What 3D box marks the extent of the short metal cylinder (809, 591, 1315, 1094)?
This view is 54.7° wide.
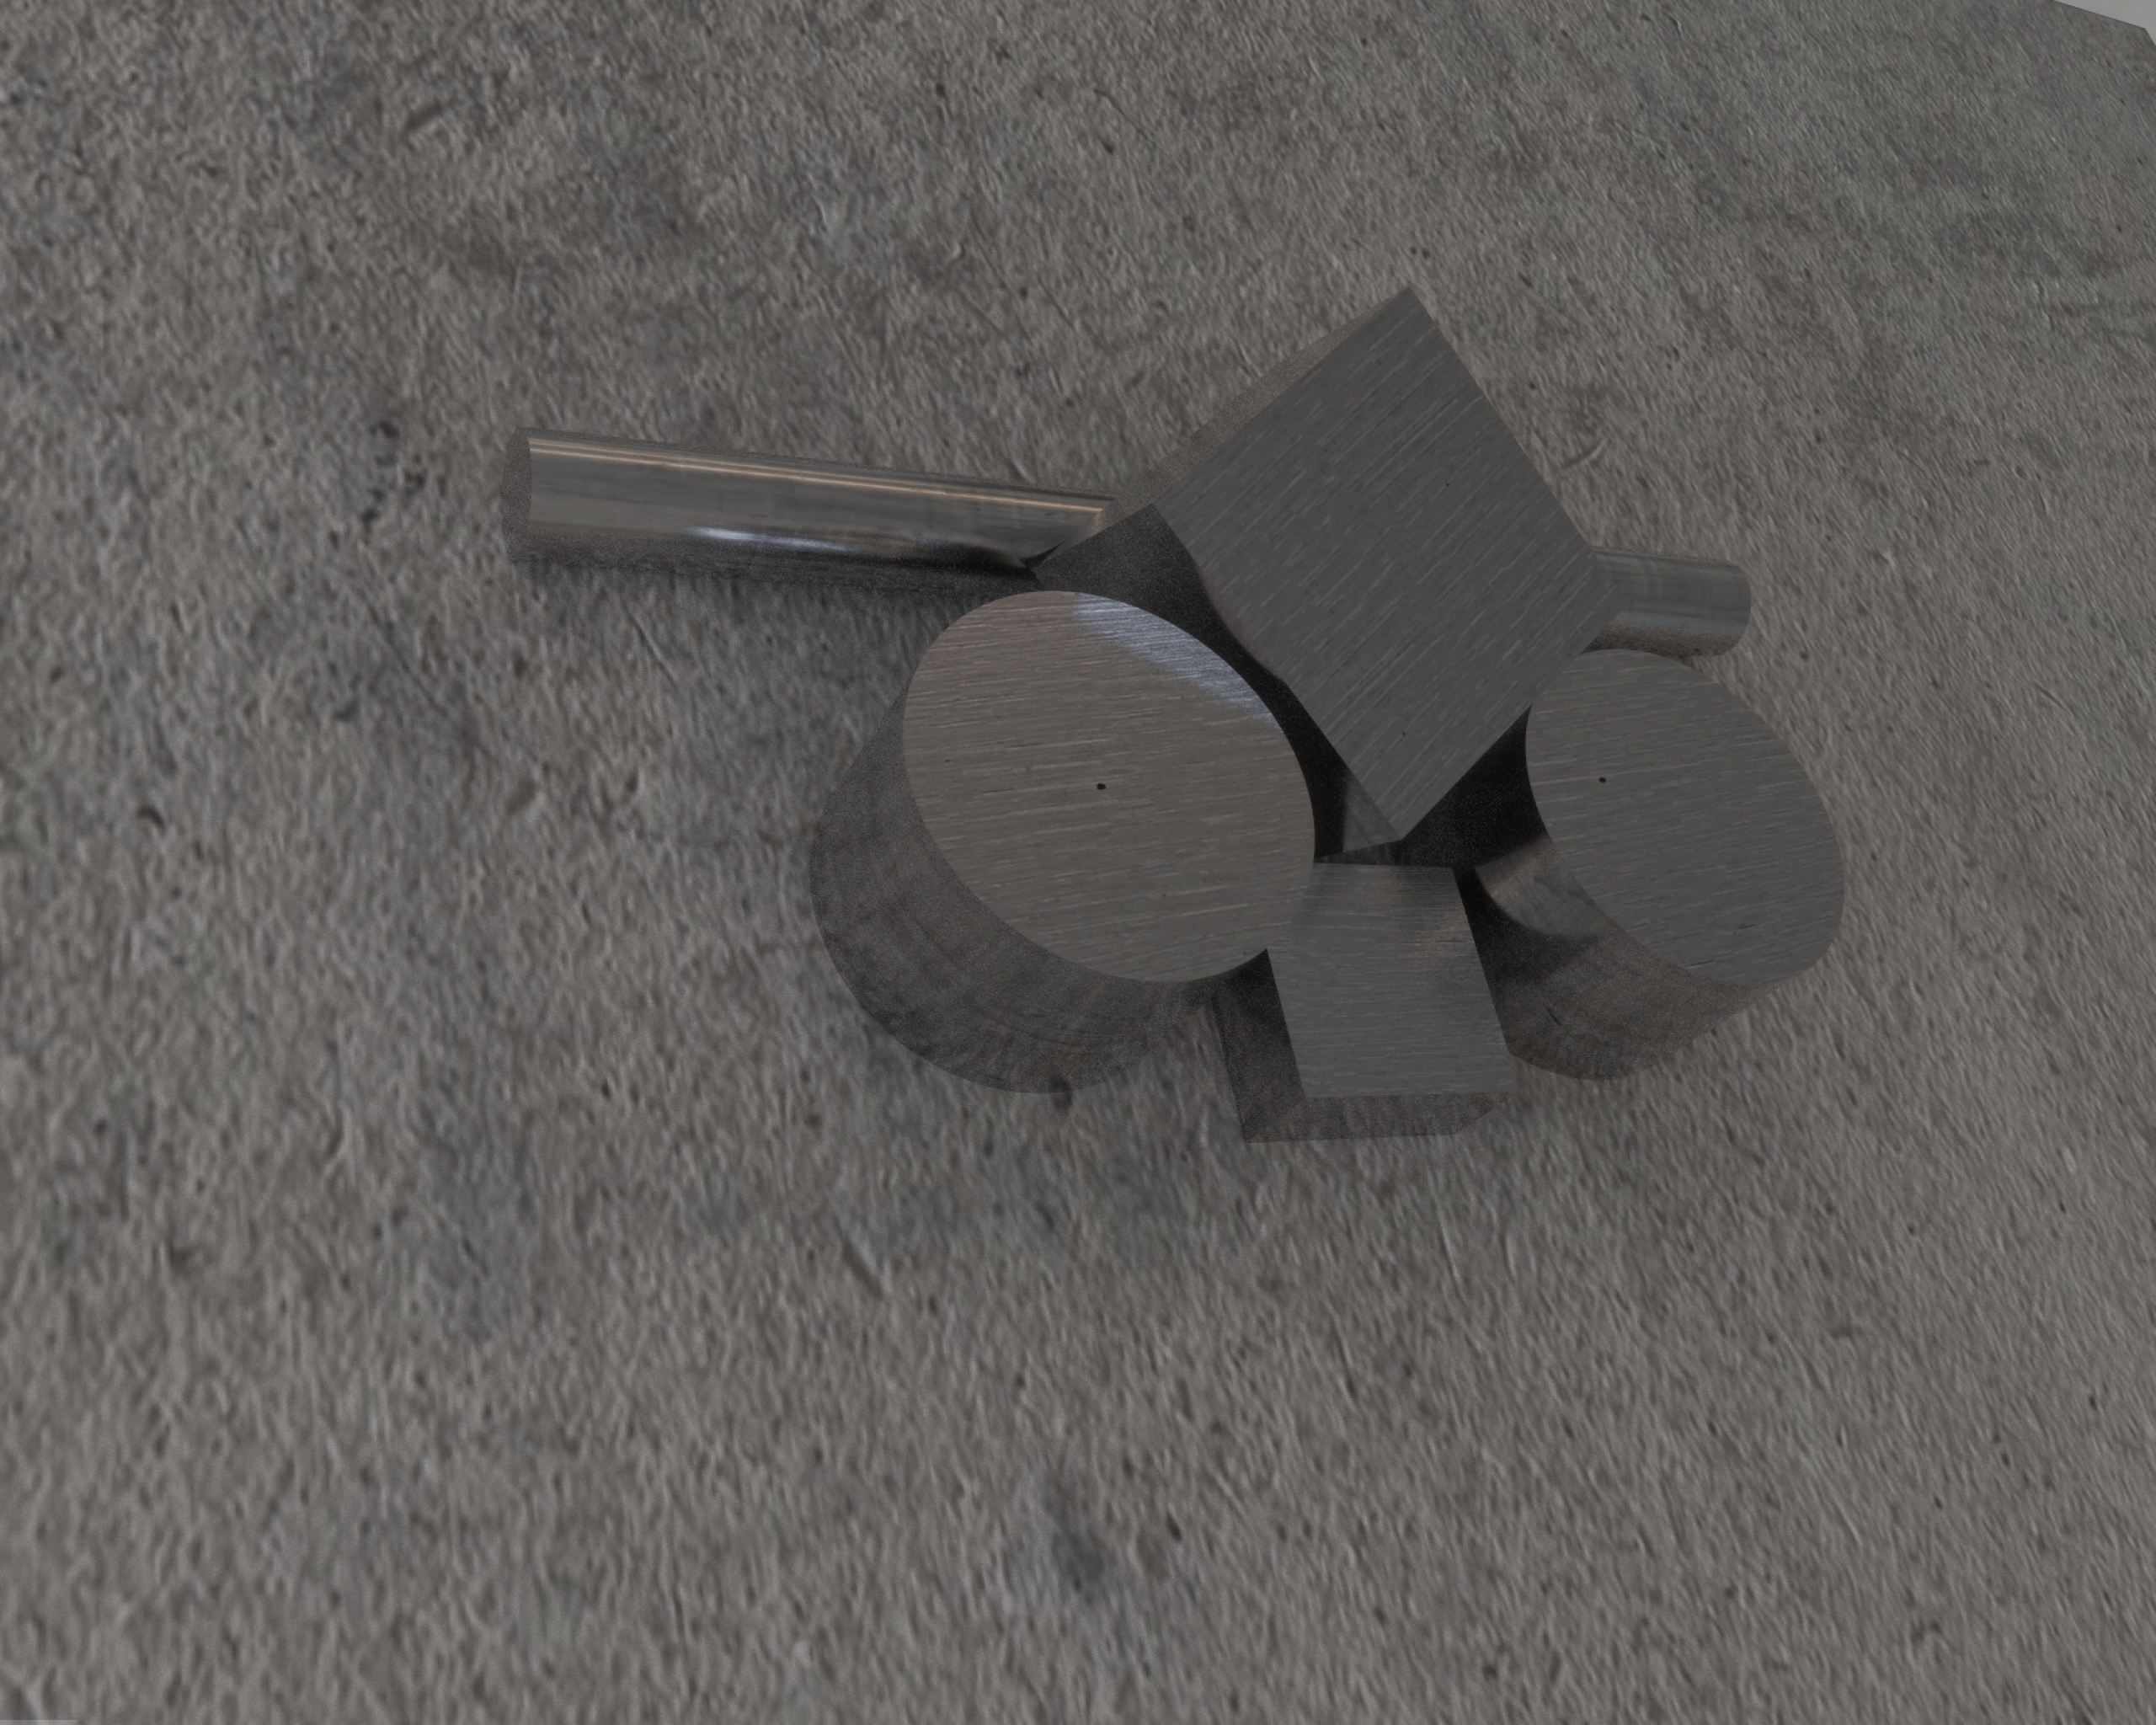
[{"bbox_3d":[-0.004,-0.003,0.388,0.081,0.050,0.080,14,56,-21],"label":"short metal cylinder"}]

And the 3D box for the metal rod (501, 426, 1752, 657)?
[{"bbox_3d":[0.029,-0.067,0.461,0.303,0.025,0.025,1,62,-28],"label":"metal rod"}]

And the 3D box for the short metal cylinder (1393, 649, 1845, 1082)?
[{"bbox_3d":[0.116,0.001,0.451,0.081,0.050,0.080,14,56,-21],"label":"short metal cylinder"}]

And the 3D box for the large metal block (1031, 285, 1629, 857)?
[{"bbox_3d":[0.052,-0.057,0.429,0.080,0.050,0.080,-44,103,-26],"label":"large metal block"}]

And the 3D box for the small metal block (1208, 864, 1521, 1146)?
[{"bbox_3d":[0.054,0.028,0.418,0.050,0.025,0.050,2,61,-27],"label":"small metal block"}]
